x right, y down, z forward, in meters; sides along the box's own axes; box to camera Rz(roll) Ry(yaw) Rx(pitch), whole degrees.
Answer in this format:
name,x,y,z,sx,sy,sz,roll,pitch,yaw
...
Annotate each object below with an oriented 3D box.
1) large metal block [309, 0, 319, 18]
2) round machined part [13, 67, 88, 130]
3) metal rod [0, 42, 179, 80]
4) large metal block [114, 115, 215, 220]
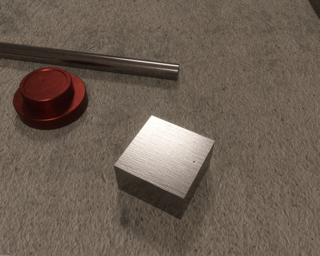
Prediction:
name,x,y,z,sx,sy,sz,roll,pitch,yaw
large metal block,0.351,-0.260,0.610,0.081,0.050,0.080,1,50,0
round machined part,-0.153,-0.048,0.430,0.099,0.042,0.098,0,50,0
metal rod,-0.120,-0.108,0.492,0.302,0.025,0.025,8,51,6
large metal block,0.006,0.042,0.351,0.080,0.050,0.080,23,53,17
